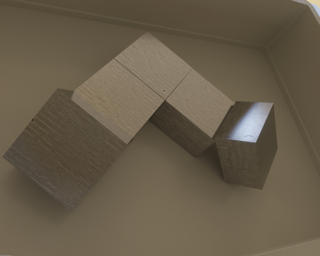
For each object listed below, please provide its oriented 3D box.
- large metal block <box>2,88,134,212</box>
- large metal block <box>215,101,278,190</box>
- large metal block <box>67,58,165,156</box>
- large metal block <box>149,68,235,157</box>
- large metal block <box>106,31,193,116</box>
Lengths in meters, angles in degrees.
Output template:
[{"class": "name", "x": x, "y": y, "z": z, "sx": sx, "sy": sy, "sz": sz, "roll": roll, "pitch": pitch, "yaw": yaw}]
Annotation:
[{"class": "large metal block", "x": -0.085, "y": 0.019, "z": 0.302, "sx": 0.080, "sy": 0.050, "sz": 0.080, "roll": 39, "pitch": 94, "yaw": -2}, {"class": "large metal block", "x": 0.118, "y": 0.021, "z": 0.411, "sx": 0.080, "sy": 0.050, "sz": 0.080, "roll": -52, "pitch": 136, "yaw": -39}, {"class": "large metal block", "x": -0.055, "y": -0.023, "z": 0.372, "sx": 0.080, "sy": 0.050, "sz": 0.080, "roll": 39, "pitch": 51, "yaw": -2}, {"class": "large metal block", "x": 0.047, "y": -0.022, "z": 0.425, "sx": 0.080, "sy": 0.050, "sz": 0.080, "roll": 39, "pitch": 51, "yaw": -2}, {"class": "large metal block", "x": -0.016, "y": -0.073, "z": 0.423, "sx": 0.080, "sy": 0.050, "sz": 0.080, "roll": 39, "pitch": 51, "yaw": -2}]
